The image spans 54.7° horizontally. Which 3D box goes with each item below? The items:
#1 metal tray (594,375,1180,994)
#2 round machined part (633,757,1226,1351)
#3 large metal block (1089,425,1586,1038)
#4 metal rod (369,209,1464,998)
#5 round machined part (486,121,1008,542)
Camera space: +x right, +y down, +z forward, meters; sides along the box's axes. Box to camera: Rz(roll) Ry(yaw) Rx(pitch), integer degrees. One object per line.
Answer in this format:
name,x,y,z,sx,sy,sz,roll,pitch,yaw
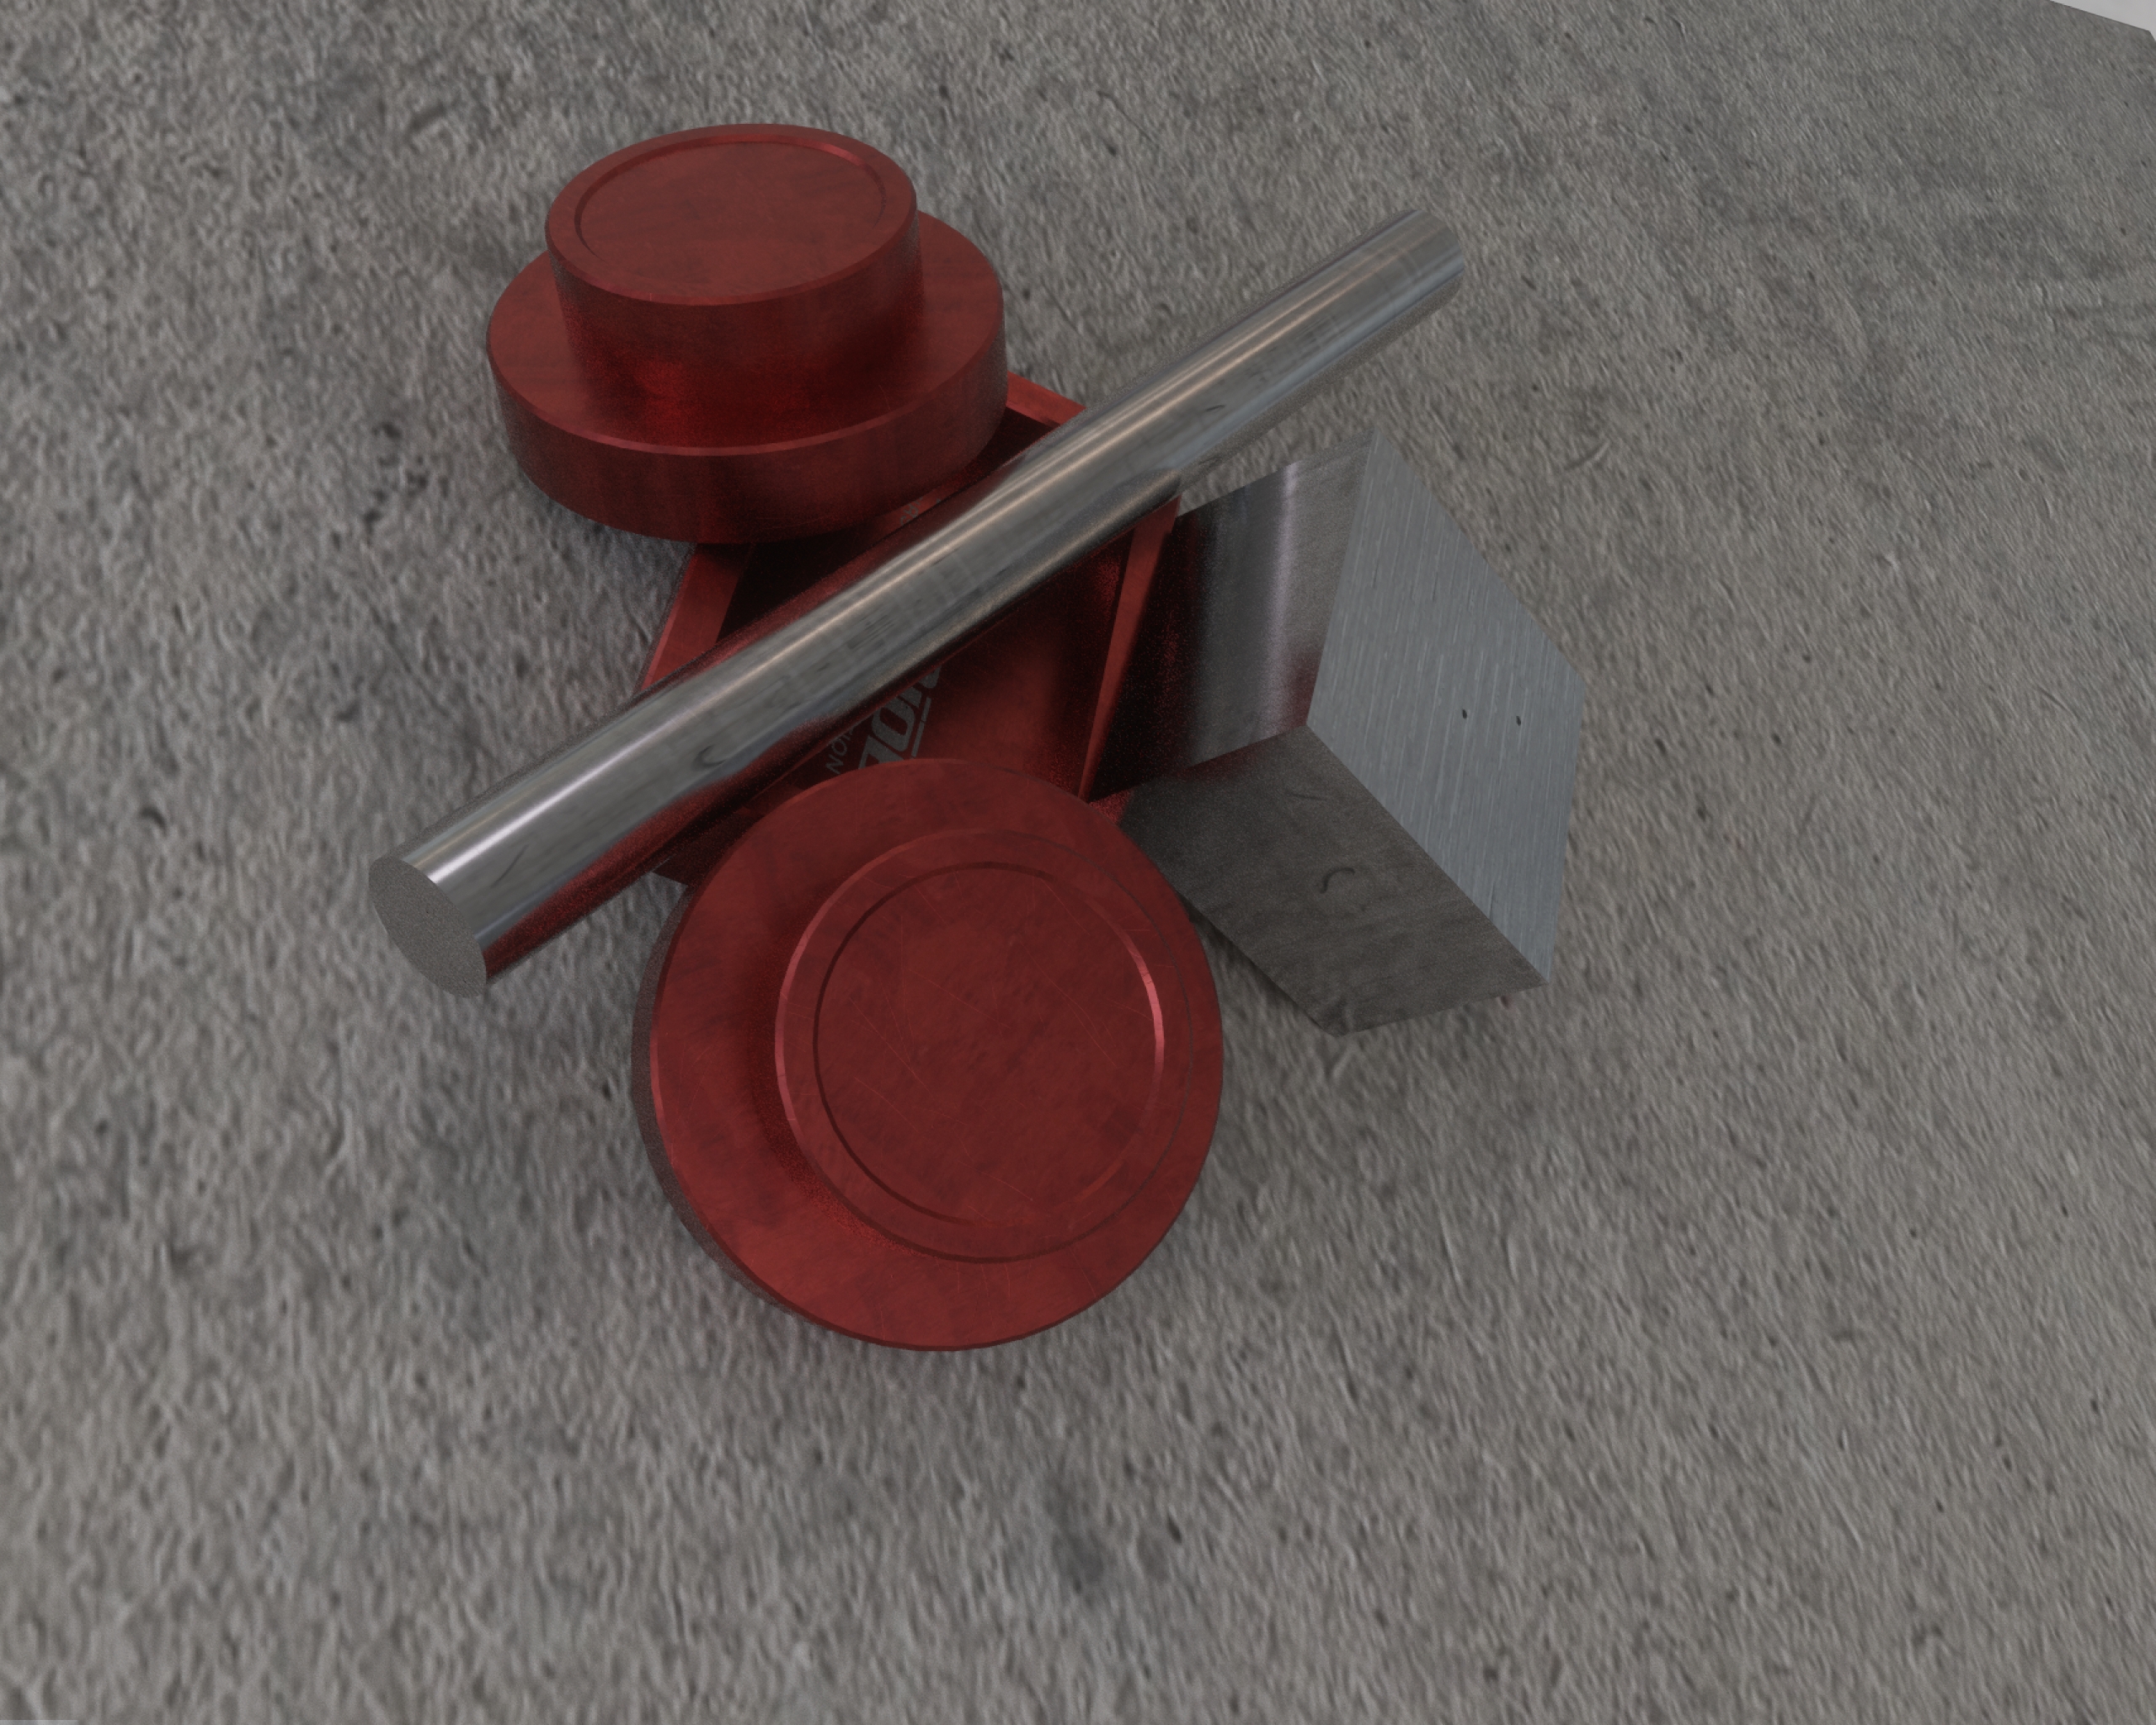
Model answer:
metal tray,-0.033,-0.046,0.412,0.091,0.030,0.130,22,53,-15
round machined part,-0.020,0.031,0.343,0.099,0.042,0.097,3,81,-21
large metal block,0.055,-0.024,0.415,0.080,0.050,0.080,43,46,-31
metal rod,-0.008,-0.067,0.404,0.025,0.025,0.302,46,51,4
round machined part,-0.064,-0.107,0.400,0.099,0.042,0.098,-1,45,1
